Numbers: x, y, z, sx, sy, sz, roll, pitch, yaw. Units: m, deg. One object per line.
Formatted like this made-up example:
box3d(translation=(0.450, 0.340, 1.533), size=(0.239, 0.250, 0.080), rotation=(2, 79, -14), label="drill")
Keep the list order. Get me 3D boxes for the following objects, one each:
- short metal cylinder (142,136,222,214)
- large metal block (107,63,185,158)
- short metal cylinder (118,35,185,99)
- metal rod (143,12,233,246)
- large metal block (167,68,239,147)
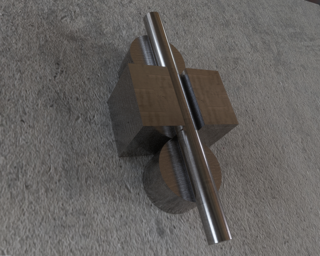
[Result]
box3d(translation=(0.025, 0.057, 0.369), size=(0.081, 0.050, 0.080), rotation=(14, 56, -21), label="short metal cylinder")
box3d(translation=(-0.021, -0.019, 0.370), size=(0.050, 0.080, 0.080), rotation=(-1, 62, -29), label="large metal block")
box3d(translation=(-0.012, -0.082, 0.432), size=(0.081, 0.050, 0.080), rotation=(14, 56, -21), label="short metal cylinder")
box3d(translation=(0.024, -0.019, 0.365), size=(0.025, 0.025, 0.299), rotation=(-1, 62, -29), label="metal rod")
box3d(translation=(0.047, -0.021, 0.407), size=(0.050, 0.080, 0.080), rotation=(-1, 62, -29), label="large metal block")
